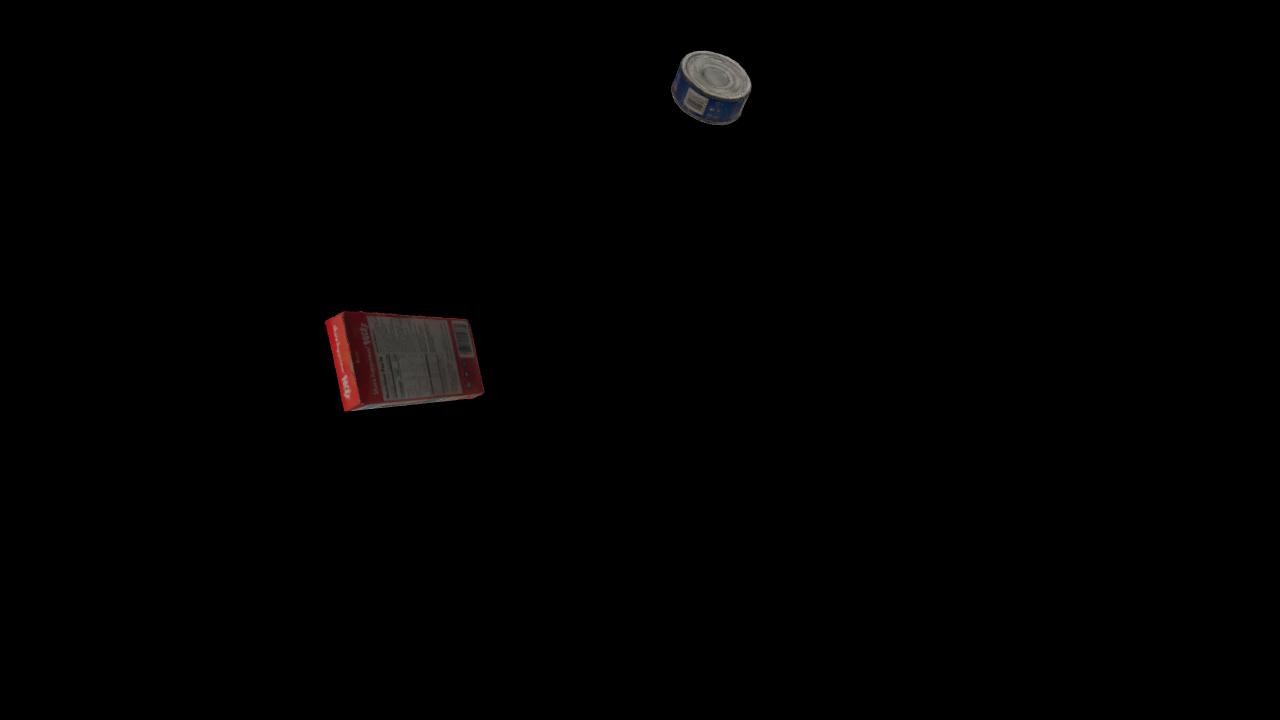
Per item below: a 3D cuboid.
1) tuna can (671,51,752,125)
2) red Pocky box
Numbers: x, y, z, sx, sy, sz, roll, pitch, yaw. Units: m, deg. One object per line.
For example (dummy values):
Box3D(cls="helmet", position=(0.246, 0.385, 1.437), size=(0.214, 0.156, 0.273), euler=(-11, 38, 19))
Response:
Box3D(cls="tuna can", position=(0.078, -0.299, 0.672), size=(0.084, 0.084, 0.034), euler=(0, -30, -17))
Box3D(cls="red Pocky box", position=(-0.213, 0.000, 0.576), size=(0.028, 0.083, 0.155), euler=(-16, -6, 25))
